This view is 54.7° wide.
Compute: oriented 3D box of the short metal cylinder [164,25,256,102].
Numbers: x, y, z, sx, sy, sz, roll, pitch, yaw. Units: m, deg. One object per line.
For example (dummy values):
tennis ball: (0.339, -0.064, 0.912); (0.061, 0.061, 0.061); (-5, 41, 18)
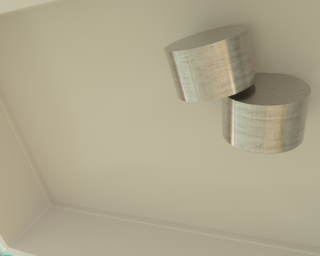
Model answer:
short metal cylinder: (0.050, -0.065, 0.307); (0.080, 0.080, 0.050); (-4, 116, 30)

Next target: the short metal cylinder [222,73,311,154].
short metal cylinder: (0.103, -0.017, 0.308); (0.080, 0.080, 0.050); (8, 122, 24)
